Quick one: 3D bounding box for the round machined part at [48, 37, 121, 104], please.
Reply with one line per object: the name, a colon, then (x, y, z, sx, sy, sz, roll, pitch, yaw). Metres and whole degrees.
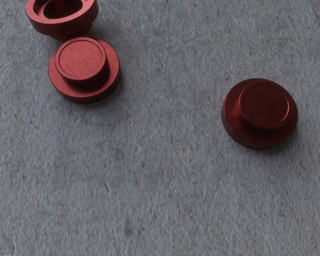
round machined part: (-0.105, -0.086, 0.429, 0.099, 0.042, 0.098, 0, 70, -1)

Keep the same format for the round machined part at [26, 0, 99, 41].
round machined part: (-0.137, -0.165, 0.450, 0.099, 0.042, 0.098, -2, 56, 4)

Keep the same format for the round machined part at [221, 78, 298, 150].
round machined part: (0.134, -0.023, 0.409, 0.099, 0.042, 0.098, 0, 70, -1)
